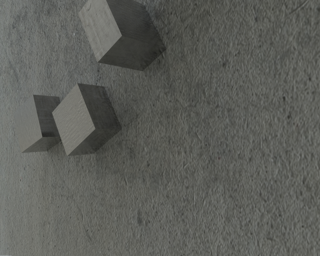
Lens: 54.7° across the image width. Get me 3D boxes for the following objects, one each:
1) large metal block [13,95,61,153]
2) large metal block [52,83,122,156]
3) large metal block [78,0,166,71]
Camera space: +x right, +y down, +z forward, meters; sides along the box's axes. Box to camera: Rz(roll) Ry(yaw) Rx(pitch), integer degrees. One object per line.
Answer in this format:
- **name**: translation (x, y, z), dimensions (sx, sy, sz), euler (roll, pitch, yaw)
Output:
- **large metal block**: translation (-0.221, -0.006, 0.572), dimensions (0.080, 0.050, 0.080), euler (-28, 72, 36)
- **large metal block**: translation (-0.116, -0.012, 0.485), dimensions (0.080, 0.050, 0.080), euler (-39, 66, 33)
- **large metal block**: translation (-0.049, -0.128, 0.410), dimensions (0.050, 0.081, 0.080), euler (-37, 68, 34)
